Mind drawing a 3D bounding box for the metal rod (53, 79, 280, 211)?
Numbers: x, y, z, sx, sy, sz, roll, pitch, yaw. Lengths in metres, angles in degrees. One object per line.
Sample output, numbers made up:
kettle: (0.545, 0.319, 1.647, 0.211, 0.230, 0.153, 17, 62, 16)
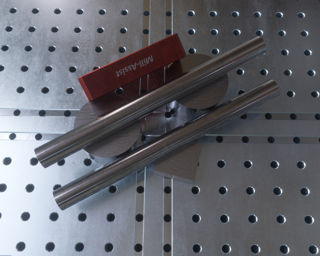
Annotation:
metal rod: (0.016, 0.015, 0.379, 0.302, 0.025, 0.025, -27, 73, -10)

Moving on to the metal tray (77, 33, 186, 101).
metal tray: (-0.041, -0.079, 0.404, 0.131, 0.090, 0.030, -27, 105, -10)

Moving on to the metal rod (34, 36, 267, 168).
metal rod: (-0.002, -0.036, 0.371, 0.302, 0.025, 0.025, -28, 73, -10)

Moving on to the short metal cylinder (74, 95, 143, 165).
short metal cylinder: (-0.063, 0.005, 0.396, 0.081, 0.050, 0.080, 0, 70, 0)

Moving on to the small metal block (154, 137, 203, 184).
small metal block: (0.023, 0.039, 0.397, 0.050, 0.025, 0.050, 14, 71, 4)

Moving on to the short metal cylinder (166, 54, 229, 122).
short metal cylinder: (0.047, -0.053, 0.419, 0.081, 0.050, 0.080, 0, 70, 0)
